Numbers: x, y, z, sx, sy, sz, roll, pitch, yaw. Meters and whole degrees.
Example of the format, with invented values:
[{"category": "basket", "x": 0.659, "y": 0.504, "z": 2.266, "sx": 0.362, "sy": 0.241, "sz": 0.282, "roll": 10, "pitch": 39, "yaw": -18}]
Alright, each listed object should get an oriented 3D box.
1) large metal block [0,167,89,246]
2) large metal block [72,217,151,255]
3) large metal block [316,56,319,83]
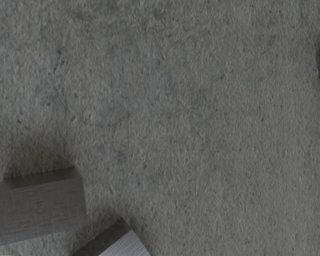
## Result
[{"category": "large metal block", "x": -0.126, "y": 0.078, "z": 0.334, "sx": 0.081, "sy": 0.080, "sz": 0.050, "roll": -8, "pitch": 93, "yaw": -20}, {"category": "large metal block", "x": -0.052, "y": 0.172, "z": 0.378, "sx": 0.080, "sy": 0.050, "sz": 0.080, "roll": -35, "pitch": 102, "yaw": -17}, {"category": "large metal block", "x": 0.316, "y": -0.089, "z": 0.515, "sx": 0.081, "sy": 0.050, "sz": 0.080, "roll": -13, "pitch": 95, "yaw": -20}]
